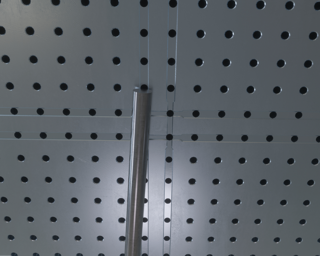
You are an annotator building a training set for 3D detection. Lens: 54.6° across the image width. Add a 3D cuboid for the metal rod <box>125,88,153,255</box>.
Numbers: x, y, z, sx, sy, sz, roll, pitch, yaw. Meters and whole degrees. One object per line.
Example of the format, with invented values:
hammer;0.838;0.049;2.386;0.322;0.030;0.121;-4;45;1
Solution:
metal rod;-0.034;0.092;0.446;0.025;0.025;0.298;4;110;-2
